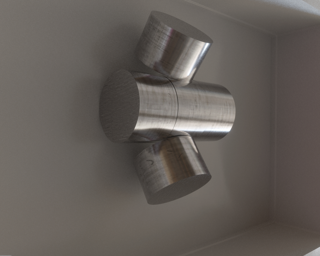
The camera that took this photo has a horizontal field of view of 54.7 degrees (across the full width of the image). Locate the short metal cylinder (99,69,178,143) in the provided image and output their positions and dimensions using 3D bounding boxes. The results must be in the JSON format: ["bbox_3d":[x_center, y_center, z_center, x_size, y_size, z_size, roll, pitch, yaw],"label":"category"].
[{"bbox_3d":[-0.026,-0.023,0.347,0.050,0.080,0.080,2,89,-40],"label":"short metal cylinder"}]

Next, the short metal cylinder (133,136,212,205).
[{"bbox_3d":[0.014,0.052,0.371,0.081,0.080,0.050,0,56,-40],"label":"short metal cylinder"}]

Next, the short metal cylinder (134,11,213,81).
[{"bbox_3d":[0.016,-0.099,0.372,0.081,0.080,0.050,2,127,-40],"label":"short metal cylinder"}]

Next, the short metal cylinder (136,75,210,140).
[{"bbox_3d":[0.014,-0.022,0.380,0.050,0.080,0.080,2,89,-40],"label":"short metal cylinder"}]

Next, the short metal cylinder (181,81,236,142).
[{"bbox_3d":[0.052,-0.022,0.412,0.050,0.080,0.080,2,89,-40],"label":"short metal cylinder"}]
